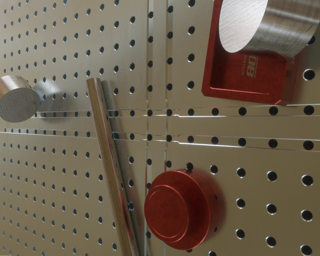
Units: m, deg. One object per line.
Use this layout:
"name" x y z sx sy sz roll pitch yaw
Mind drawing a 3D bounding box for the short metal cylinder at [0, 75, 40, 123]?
"short metal cylinder" -0.287 -0.057 0.611 0.050 0.081 0.080 42 115 32

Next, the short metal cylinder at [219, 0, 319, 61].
"short metal cylinder" 0.094 -0.103 0.275 0.080 0.050 0.080 -174 89 -73

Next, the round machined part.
"round machined part" 0.019 0.101 0.383 0.098 0.042 0.097 0 90 40

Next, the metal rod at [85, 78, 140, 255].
"metal rod" -0.072 0.066 0.468 0.025 0.025 0.299 -23 75 37

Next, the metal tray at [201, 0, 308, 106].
"metal tray" 0.097 -0.093 0.325 0.090 0.030 0.129 13 98 39
